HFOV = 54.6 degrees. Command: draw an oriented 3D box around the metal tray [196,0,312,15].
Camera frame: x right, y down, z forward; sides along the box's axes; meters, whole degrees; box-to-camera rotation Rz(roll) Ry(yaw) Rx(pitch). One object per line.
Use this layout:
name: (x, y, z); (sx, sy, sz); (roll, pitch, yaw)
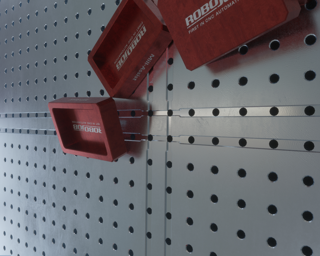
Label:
metal tray: (0.094, -0.172, 0.329); (0.130, 0.030, 0.090); (6, 94, 40)

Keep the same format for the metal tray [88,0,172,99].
metal tray: (-0.045, -0.117, 0.444); (0.129, 0.030, 0.090); (-49, 61, 29)

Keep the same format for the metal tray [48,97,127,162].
metal tray: (-0.115, -0.001, 0.482); (0.130, 0.030, 0.090); (5, 114, 40)

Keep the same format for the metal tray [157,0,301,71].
metal tray: (0.063, -0.125, 0.321); (0.130, 0.030, 0.090); (-21, 96, 49)
